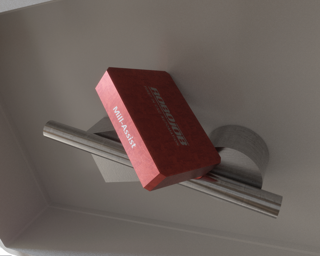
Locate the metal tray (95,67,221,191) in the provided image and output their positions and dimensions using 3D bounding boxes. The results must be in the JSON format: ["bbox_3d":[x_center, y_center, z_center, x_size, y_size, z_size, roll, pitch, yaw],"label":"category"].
[{"bbox_3d":[-0.002,-0.005,0.329,0.030,0.091,0.130,-47,61,38],"label":"metal tray"}]

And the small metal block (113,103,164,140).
[{"bbox_3d":[-0.027,-0.016,0.366,0.050,0.025,0.050,-15,77,5],"label":"small metal block"}]

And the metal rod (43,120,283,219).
[{"bbox_3d":[-0.012,0.043,0.372,0.301,0.025,0.025,17,125,18],"label":"metal rod"}]

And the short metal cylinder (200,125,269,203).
[{"bbox_3d":[0.085,0.044,0.372,0.080,0.050,0.079,13,124,20],"label":"short metal cylinder"}]

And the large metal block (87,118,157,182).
[{"bbox_3d":[-0.048,0.027,0.432,0.080,0.050,0.080,-8,115,31],"label":"large metal block"}]
